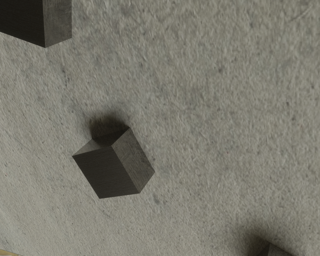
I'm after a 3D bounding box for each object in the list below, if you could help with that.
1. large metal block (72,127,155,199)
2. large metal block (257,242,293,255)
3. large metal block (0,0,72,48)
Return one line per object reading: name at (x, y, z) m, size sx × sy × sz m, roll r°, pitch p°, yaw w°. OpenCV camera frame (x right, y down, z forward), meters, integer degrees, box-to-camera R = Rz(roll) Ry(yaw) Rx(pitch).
large metal block at (-0.068, 0.054, 0.458) m, size 0.080 × 0.050 × 0.080 m, roll -16°, pitch 111°, yaw 34°
large metal block at (0.150, 0.223, 0.430) m, size 0.050 × 0.080 × 0.079 m, roll 29°, pitch 128°, yaw 9°
large metal block at (-0.156, -0.153, 0.376) m, size 0.080 × 0.050 × 0.079 m, roll 22°, pitch 127°, yaw 14°
